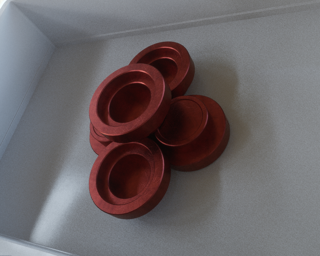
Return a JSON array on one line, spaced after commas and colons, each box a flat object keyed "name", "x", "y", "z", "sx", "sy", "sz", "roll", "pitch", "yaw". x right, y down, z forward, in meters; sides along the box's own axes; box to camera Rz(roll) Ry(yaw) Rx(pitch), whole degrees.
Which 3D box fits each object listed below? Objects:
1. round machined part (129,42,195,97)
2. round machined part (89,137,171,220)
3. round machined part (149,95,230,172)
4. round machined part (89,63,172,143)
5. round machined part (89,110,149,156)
[{"name": "round machined part", "x": 0.002, "y": -0.069, "z": 0.432, "sx": 0.098, "sy": 0.042, "sz": 0.098, "roll": -13, "pitch": 56, "yaw": 20}, {"name": "round machined part", "x": -0.032, "y": 0.060, "z": 0.371, "sx": 0.098, "sy": 0.042, "sz": 0.098, "roll": -13, "pitch": 56, "yaw": 20}, {"name": "round machined part", "x": 0.031, "y": 0.000, "z": 0.375, "sx": 0.098, "sy": 0.042, "sz": 0.098, "roll": -13, "pitch": 56, "yaw": 20}, {"name": "round machined part", "x": -0.031, "y": -0.025, "z": 0.369, "sx": 0.098, "sy": 0.042, "sz": 0.098, "roll": -13, "pitch": 56, "yaw": 20}, {"name": "round machined part", "x": -0.056, "y": -0.003, "z": 0.422, "sx": 0.098, "sy": 0.042, "sz": 0.098, "roll": -13, "pitch": 56, "yaw": 20}]
